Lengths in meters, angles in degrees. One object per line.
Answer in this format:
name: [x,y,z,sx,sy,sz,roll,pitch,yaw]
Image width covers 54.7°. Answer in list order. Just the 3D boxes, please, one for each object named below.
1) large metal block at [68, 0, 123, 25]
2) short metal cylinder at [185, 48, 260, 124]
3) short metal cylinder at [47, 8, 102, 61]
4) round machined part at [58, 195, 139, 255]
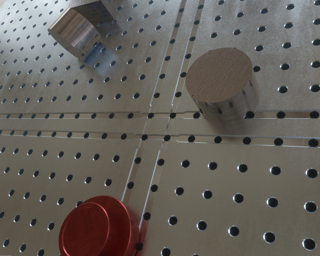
large metal block: [-0.124,-0.253,0.613,0.080,0.050,0.080,-1,61,27]
short metal cylinder: [0.078,-0.052,0.383,0.080,0.050,0.080,-13,56,21]
short metal cylinder: [-0.151,-0.166,0.554,0.080,0.080,0.050,31,79,38]
round machined part: [-0.077,0.126,0.361,0.098,0.042,0.098,-13,56,21]
